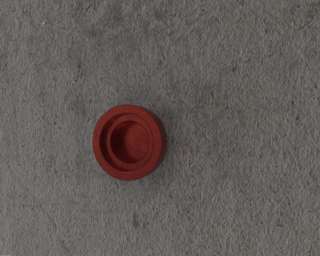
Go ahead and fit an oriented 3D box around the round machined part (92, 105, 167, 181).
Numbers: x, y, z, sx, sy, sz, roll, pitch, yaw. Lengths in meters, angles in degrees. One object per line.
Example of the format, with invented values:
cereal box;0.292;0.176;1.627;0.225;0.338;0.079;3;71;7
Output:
round machined part;-0.036;0.019;0.413;0.098;0.042;0.097;0;90;20
